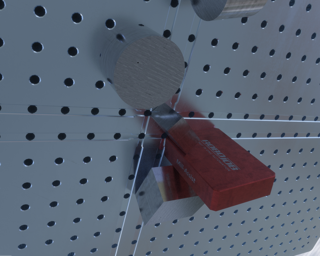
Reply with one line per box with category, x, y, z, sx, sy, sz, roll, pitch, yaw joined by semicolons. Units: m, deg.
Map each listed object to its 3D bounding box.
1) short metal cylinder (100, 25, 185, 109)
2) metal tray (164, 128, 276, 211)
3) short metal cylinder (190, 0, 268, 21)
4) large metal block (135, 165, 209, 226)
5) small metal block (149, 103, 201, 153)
short metal cylinder;-0.020;-0.068;0.342;0.081;0.050;0.079;-14;124;-21
metal tray;0.073;0.047;0.412;0.091;0.130;0.030;-9;121;-24
short metal cylinder;0.070;-0.154;0.318;0.050;0.080;0.079;-14;124;-21
large metal block;0.019;0.095;0.446;0.081;0.050;0.079;-3;144;-27
small metal block;0.019;-0.001;0.404;0.025;0.050;0.050;-43;129;-3
